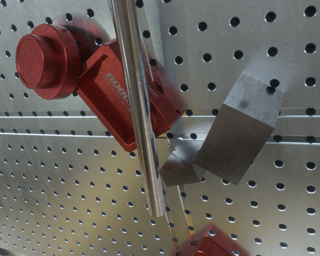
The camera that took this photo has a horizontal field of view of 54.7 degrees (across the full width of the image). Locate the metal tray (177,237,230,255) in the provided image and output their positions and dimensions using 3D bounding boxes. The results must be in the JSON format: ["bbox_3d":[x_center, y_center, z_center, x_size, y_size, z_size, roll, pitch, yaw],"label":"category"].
[{"bbox_3d":[0.071,0.246,0.521,0.090,0.030,0.129,39,129,1],"label":"metal tray"}]

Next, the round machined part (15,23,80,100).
[{"bbox_3d":[-0.151,-0.085,0.402,0.098,0.042,0.097,8,103,38],"label":"round machined part"}]

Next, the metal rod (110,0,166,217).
[{"bbox_3d":[-0.022,-0.011,0.375,0.025,0.025,0.298,6,122,24],"label":"metal rod"}]

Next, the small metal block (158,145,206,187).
[{"bbox_3d":[0.034,0.049,0.406,0.050,0.050,0.025,-15,111,34],"label":"small metal block"}]

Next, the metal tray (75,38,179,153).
[{"bbox_3d":[-0.049,-0.039,0.407,0.090,0.030,0.130,-31,101,37],"label":"metal tray"}]

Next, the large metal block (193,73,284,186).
[{"bbox_3d":[0.085,0.000,0.330,0.050,0.080,0.079,28,128,10],"label":"large metal block"}]
